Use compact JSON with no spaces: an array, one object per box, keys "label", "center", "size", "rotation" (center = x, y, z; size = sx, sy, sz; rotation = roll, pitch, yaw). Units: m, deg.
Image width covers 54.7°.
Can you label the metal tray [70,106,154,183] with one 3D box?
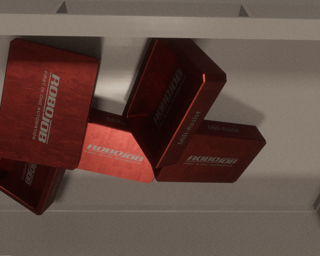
[{"label":"metal tray","center":[-0.060,0.026,0.427],"size":[0.131,0.030,0.089],"rotation":[14,129,-13]}]

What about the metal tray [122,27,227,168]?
[{"label":"metal tray","center":[0.007,-0.030,0.338],"size":[0.030,0.090,0.129],"rotation":[-7,139,-37]}]

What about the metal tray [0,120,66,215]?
[{"label":"metal tray","center":[-0.181,0.054,0.427],"size":[0.090,0.030,0.129],"rotation":[33,126,3]}]

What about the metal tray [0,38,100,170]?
[{"label":"metal tray","center":[-0.124,-0.025,0.345],"size":[0.091,0.030,0.129],"rotation":[12,101,-11]}]

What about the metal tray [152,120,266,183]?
[{"label":"metal tray","center":[0.064,0.033,0.413],"size":[0.131,0.030,0.089],"rotation":[6,131,-25]}]
